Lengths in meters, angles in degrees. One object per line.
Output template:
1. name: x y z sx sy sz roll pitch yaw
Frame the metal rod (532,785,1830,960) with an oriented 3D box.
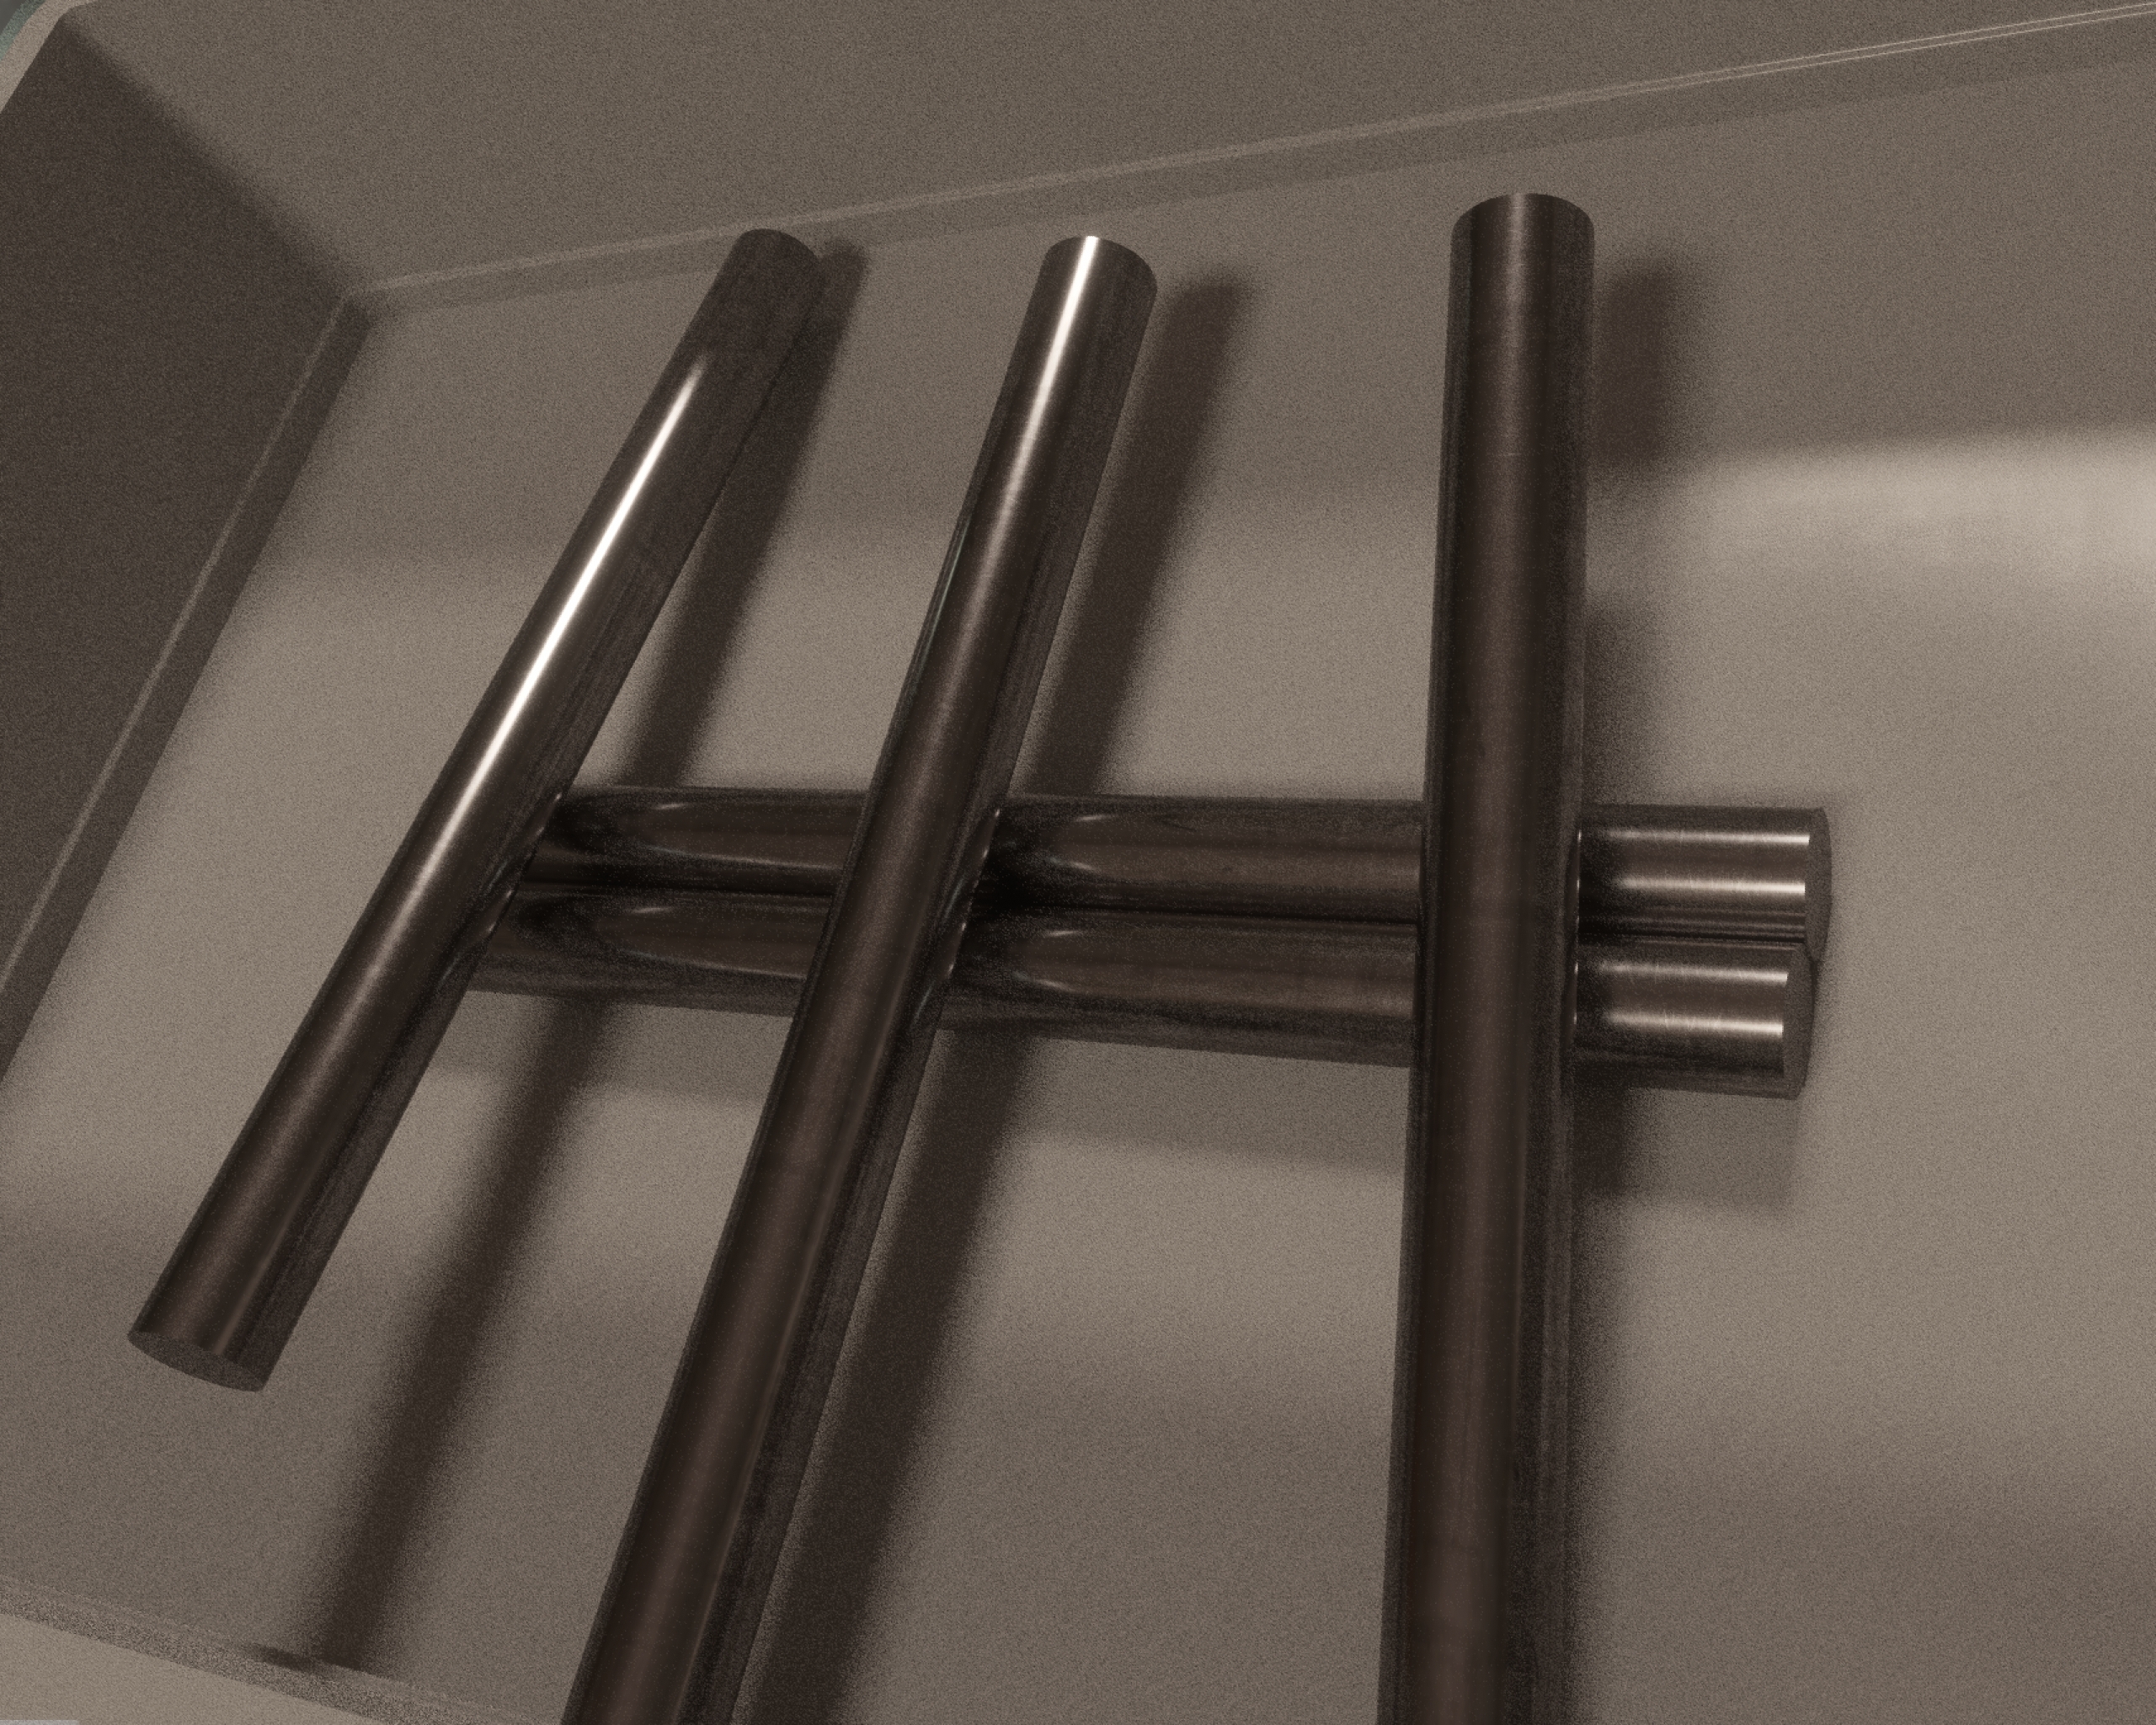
1. metal rod: -0.012 -0.001 0.410 0.300 0.025 0.025 2 63 28

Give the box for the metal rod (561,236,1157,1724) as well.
1. metal rod: -0.032 0.007 0.383 0.025 0.025 0.300 2 62 28

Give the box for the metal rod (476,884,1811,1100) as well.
1. metal rod: -0.018 0.020 0.400 0.300 0.025 0.025 2 63 28

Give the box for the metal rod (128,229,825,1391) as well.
1. metal rod: -0.117 -0.031 0.452 0.025 0.025 0.300 -1 53 27

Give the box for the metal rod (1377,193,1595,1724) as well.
1. metal rod: 0.064 0.028 0.323 0.025 0.025 0.299 -4 68 26
